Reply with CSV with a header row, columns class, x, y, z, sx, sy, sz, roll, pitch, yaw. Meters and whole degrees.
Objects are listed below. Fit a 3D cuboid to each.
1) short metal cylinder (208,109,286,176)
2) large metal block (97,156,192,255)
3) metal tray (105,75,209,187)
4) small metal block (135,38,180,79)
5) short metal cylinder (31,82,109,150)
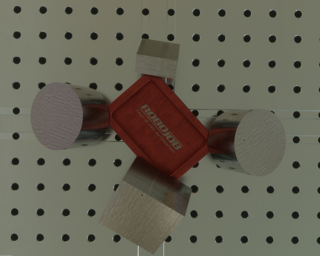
class,x,y,z,sx,sy,sz,roll,pitch,yaw
short metal cylinder,0.108,0.017,0.386,0.081,0.050,0.079,0,91,-27
large metal block,-0.019,0.096,0.383,0.080,0.050,0.079,31,121,-1
metal tray,-0.001,0.001,0.410,0.090,0.030,0.130,-41,90,0
small metal block,-0.002,-0.090,0.398,0.050,0.050,0.025,9,128,0
short metal cylinder,-0.111,-0.014,0.385,0.080,0.050,0.079,0,91,25
